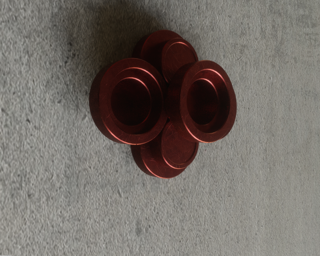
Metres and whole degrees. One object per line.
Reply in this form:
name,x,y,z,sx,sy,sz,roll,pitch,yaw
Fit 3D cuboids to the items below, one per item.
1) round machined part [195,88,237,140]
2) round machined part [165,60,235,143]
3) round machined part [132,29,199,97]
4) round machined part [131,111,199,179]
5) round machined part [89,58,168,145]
round machined part,0.065,-0.031,0.452,0.099,0.042,0.097,0,90,-40
round machined part,0.045,-0.031,0.380,0.099,0.042,0.097,-1,91,-40
round machined part,0.014,-0.081,0.409,0.099,0.042,0.097,0,90,-40
round machined part,0.013,0.018,0.408,0.099,0.042,0.097,0,90,-40
round machined part,-0.039,-0.030,0.364,0.099,0.042,0.097,0,90,-40
